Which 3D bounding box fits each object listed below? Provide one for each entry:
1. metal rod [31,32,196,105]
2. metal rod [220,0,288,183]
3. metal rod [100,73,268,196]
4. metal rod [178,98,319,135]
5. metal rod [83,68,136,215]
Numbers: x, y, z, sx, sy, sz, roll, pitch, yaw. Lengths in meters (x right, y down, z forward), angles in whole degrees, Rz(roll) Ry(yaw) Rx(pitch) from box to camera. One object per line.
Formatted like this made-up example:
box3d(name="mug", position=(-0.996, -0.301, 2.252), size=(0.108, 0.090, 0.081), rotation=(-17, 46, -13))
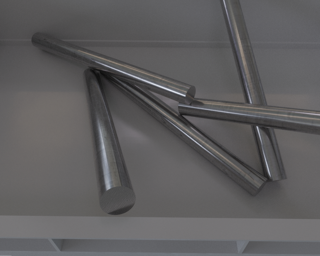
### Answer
box3d(name="metal rod", position=(-0.084, -0.094, 0.450), size=(0.300, 0.025, 0.025), rotation=(24, 54, 28))
box3d(name="metal rod", position=(0.111, -0.081, 0.398), size=(0.025, 0.025, 0.299), rotation=(-7, 74, -6))
box3d(name="metal rod", position=(0.010, -0.016, 0.418), size=(0.025, 0.025, 0.300), rotation=(-36, 59, -26))
box3d(name="metal rod", position=(0.153, -0.007, 0.325), size=(0.300, 0.025, 0.025), rotation=(10, 48, 34))
box3d(name="metal rod", position=(-0.067, -0.015, 0.344), size=(0.025, 0.025, 0.300), rotation=(-12, 29, -10))
